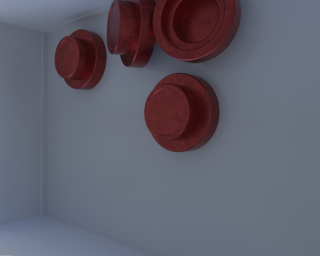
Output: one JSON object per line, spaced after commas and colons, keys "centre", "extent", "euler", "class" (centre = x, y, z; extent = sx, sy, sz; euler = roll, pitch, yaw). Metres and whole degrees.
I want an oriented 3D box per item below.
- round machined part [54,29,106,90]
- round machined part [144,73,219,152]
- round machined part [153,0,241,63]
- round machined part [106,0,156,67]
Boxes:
{"centre": [-0.136, -0.113, 0.508], "extent": [0.098, 0.042, 0.097], "euler": [0, 90, 40], "class": "round machined part"}
{"centre": [0.019, -0.019, 0.380], "extent": [0.098, 0.042, 0.097], "euler": [0, 90, 40], "class": "round machined part"}
{"centre": [0.044, -0.123, 0.353], "extent": [0.098, 0.042, 0.097], "euler": [1, 91, 31], "class": "round machined part"}
{"centre": [-0.041, -0.129, 0.405], "extent": [0.098, 0.042, 0.097], "euler": [180, 90, -67], "class": "round machined part"}
